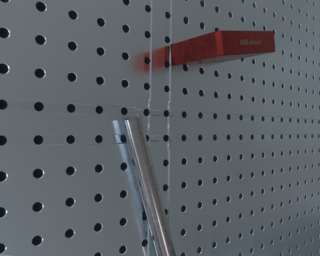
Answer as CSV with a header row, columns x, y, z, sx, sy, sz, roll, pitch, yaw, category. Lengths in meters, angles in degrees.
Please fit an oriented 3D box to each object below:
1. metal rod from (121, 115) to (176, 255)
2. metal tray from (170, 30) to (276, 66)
x,y,z,sx,sy,sz,roll,pitch,yaw,category
-0.001,0.130,0.408,0.025,0.025,0.298,-22,104,-38,metal rod
0.091,-0.114,0.443,0.131,0.090,0.030,-14,100,-39,metal tray
